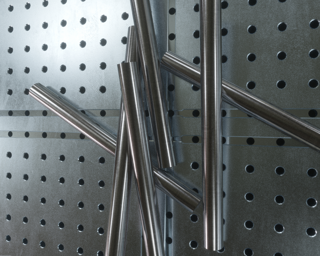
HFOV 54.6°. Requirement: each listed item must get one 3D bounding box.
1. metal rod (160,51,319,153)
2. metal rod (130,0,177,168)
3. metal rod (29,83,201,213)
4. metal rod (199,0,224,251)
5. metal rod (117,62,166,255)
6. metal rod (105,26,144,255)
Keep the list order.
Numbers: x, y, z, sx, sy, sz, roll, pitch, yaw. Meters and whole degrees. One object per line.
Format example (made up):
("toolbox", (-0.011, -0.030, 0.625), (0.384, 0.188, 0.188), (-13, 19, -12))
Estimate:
("metal rod", (0.130, -0.016, 0.366), (0.300, 0.025, 0.025), (31, 100, 17))
("metal rod", (-0.015, -0.097, 0.401), (0.025, 0.025, 0.298), (-9, 91, 20))
("metal rod", (-0.072, 0.020, 0.438), (0.300, 0.025, 0.025), (33, 101, 17))
("metal rod", (0.062, 0.000, 0.370), (0.025, 0.025, 0.298), (1, 98, 20))
("metal rod", (-0.019, 0.069, 0.392), (0.025, 0.025, 0.298), (-5, 98, 20))
("metal rod", (-0.044, 0.013, 0.405), (0.025, 0.025, 0.299), (2, 82, 20))
